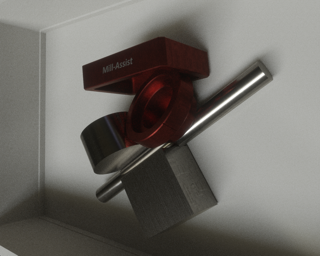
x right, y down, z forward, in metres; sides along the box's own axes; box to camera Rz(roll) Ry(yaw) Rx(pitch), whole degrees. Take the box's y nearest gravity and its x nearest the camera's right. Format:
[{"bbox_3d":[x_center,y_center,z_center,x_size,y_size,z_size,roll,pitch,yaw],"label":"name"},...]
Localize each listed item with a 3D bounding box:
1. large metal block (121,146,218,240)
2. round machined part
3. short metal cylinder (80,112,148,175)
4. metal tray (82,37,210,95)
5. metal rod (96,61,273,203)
[{"bbox_3d":[0.009,0.077,0.378,0.080,0.050,0.080,-40,66,32],"label":"large metal block"},{"bbox_3d":[0.005,-0.020,0.370,0.098,0.042,0.098,-35,40,36],"label":"round machined part"},{"bbox_3d":[-0.059,0.021,0.416,0.080,0.081,0.050,-40,66,32],"label":"short metal cylinder"},{"bbox_3d":[-0.019,-0.068,0.375,0.130,0.091,0.030,-8,85,39],"label":"metal tray"},{"bbox_3d":[0.010,0.022,0.395,0.299,0.025,0.025,-40,66,32],"label":"metal rod"}]
